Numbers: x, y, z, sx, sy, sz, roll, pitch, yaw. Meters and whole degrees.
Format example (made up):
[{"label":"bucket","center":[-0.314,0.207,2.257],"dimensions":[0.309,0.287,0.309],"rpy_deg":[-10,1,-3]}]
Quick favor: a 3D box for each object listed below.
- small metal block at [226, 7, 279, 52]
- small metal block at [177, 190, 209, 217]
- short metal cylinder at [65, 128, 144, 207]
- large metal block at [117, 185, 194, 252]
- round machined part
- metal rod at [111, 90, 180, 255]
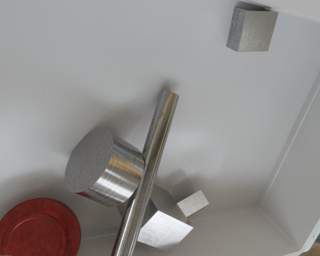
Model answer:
[{"label":"small metal block","center":[0.118,-0.126,0.397],"dimensions":[0.050,0.025,0.050],"rpy_deg":[-8,122,-25]},{"label":"small metal block","center":[0.048,0.128,0.502],"dimensions":[0.050,0.025,0.050],"rpy_deg":[-27,160,-12]},{"label":"short metal cylinder","center":[-0.066,0.047,0.367],"dimensions":[0.080,0.080,0.050],"rpy_deg":[-48,129,5]},{"label":"large metal block","center":[-0.011,0.121,0.444],"dimensions":[0.050,0.080,0.080],"rpy_deg":[-48,129,5]},{"label":"round machined part","center":[-0.145,0.133,0.367],"dimensions":[0.099,0.042,0.097],"rpy_deg":[2,79,-12]},{"label":"metal rod","center":[-0.030,0.099,0.372],"dimensions":[0.025,0.025,0.299],"rpy_deg":[23,80,-37]}]
